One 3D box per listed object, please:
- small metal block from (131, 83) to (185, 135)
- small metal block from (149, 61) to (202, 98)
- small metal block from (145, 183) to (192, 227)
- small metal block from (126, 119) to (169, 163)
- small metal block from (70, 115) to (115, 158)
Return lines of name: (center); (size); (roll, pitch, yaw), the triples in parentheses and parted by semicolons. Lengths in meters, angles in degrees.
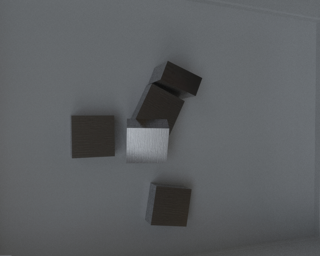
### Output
small metal block: (-0.003, -0.024, 0.409); (0.050, 0.025, 0.050); (27, 81, -18)
small metal block: (0.019, -0.061, 0.404); (0.050, 0.050, 0.025); (23, 83, -19)
small metal block: (0.011, 0.102, 0.415); (0.050, 0.025, 0.050); (9, 87, -20)
small metal block: (-0.017, 0.016, 0.388); (0.050, 0.025, 0.050); (1, 117, -7)
small metal block: (-0.083, 0.010, 0.380); (0.050, 0.025, 0.050); (-1, 91, -20)
